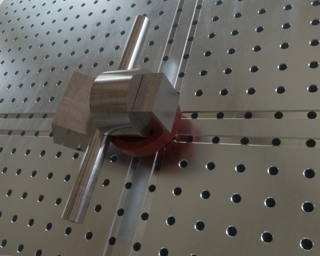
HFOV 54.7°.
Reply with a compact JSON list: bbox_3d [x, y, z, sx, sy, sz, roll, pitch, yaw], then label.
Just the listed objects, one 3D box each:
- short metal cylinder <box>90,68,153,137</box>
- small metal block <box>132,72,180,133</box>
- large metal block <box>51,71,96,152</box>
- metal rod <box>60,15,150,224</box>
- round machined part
[{"bbox_3d":[-0.038,-0.029,0.371,0.050,0.080,0.080,1,62,28],"label":"short metal cylinder"},{"bbox_3d":[-0.003,-0.028,0.355,0.025,0.050,0.050,1,63,28],"label":"small metal block"},{"bbox_3d":[-0.110,-0.019,0.433,0.050,0.080,0.080,19,65,-9],"label":"large metal block"},{"bbox_3d":[-0.062,-0.029,0.404,0.025,0.025,0.300,1,62,28],"label":"metal rod"},{"bbox_3d":[-0.017,-0.007,0.408,0.098,0.042,0.098,-13,56,20],"label":"round machined part"}]
